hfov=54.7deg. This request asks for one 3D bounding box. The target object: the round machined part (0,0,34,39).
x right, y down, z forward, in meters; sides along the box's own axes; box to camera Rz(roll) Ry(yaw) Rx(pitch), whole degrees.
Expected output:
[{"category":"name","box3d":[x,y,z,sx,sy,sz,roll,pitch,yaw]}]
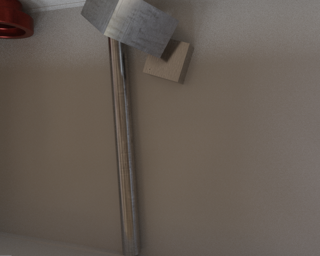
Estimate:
[{"category":"round machined part","box3d":[-0.239,-0.164,0.453,0.098,0.098,0.042,0,92,19]}]

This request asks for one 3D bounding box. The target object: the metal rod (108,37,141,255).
[{"category":"metal rod","box3d":[-0.049,0.021,0.426,0.025,0.025,0.298,-5,88,19]}]

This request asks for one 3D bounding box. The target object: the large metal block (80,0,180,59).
[{"category":"large metal block","box3d":[-0.038,-0.134,0.375,0.080,0.081,0.050,48,116,44]}]

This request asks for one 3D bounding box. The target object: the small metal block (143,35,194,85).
[{"category":"small metal block","box3d":[0.011,-0.089,0.406,0.050,0.025,0.050,19,96,18]}]
